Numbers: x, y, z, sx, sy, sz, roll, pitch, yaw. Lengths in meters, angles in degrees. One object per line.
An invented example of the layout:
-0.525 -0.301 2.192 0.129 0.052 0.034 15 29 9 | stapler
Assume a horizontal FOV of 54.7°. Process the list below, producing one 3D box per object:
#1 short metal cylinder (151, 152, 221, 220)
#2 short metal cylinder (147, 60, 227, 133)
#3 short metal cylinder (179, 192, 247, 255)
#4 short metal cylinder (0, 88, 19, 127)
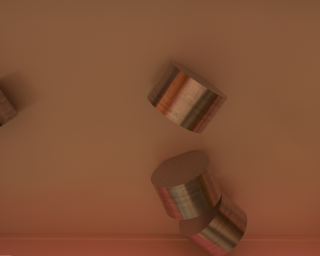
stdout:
0.035 0.074 0.410 0.080 0.080 0.050 -21 109 7 | short metal cylinder
0.032 -0.038 0.369 0.080 0.080 0.050 31 107 -11 | short metal cylinder
0.073 0.129 0.431 0.050 0.080 0.080 42 105 -14 | short metal cylinder
-0.222 -0.017 0.373 0.080 0.080 0.050 -26 108 9 | short metal cylinder
